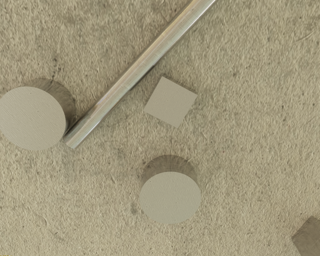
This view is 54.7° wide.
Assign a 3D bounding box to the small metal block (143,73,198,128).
[{"bbox_3d":[0.013,-0.035,0.397,0.050,0.025,0.050,27,108,-10],"label":"small metal block"}]

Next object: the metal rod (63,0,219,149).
[{"bbox_3d":[-0.016,-0.082,0.379,0.025,0.025,0.299,42,104,-14],"label":"metal rod"}]

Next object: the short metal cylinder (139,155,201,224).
[{"bbox_3d":[0.013,0.084,0.428,0.081,0.050,0.079,0,110,-1],"label":"short metal cylinder"}]

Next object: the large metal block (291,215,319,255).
[{"bbox_3d":[0.255,0.187,0.453,0.080,0.080,0.050,28,108,-10],"label":"large metal block"}]

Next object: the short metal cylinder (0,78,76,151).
[{"bbox_3d":[-0.152,-0.018,0.388,0.081,0.050,0.079,0,110,-1],"label":"short metal cylinder"}]
